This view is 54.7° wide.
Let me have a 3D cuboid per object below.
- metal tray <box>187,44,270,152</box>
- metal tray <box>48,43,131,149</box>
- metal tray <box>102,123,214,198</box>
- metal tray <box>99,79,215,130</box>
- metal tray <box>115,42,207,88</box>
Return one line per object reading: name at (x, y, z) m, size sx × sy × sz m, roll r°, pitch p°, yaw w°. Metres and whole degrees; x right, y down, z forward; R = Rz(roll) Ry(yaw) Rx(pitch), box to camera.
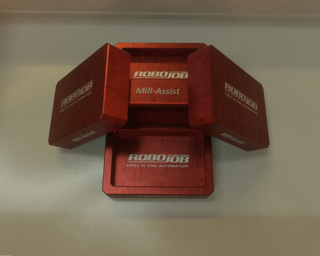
metal tray at (0.085, -0.030, 0.370) m, size 0.030 × 0.131 × 0.090 m, roll -17°, pitch 64°, yaw 40°
metal tray at (-0.087, -0.032, 0.370) m, size 0.030 × 0.130 × 0.090 m, roll 18°, pitch 64°, yaw -39°
metal tray at (-0.002, 0.041, 0.388) m, size 0.131 × 0.030 × 0.090 m, roll 1°, pitch 70°, yaw -1°
metal tray at (-0.003, -0.026, 0.383) m, size 0.131 × 0.090 × 0.030 m, roll 1°, pitch 70°, yaw -1°
metal tray at (0.002, -0.073, 0.431) m, size 0.131 × 0.030 × 0.090 m, roll 0°, pitch 70°, yaw -1°
